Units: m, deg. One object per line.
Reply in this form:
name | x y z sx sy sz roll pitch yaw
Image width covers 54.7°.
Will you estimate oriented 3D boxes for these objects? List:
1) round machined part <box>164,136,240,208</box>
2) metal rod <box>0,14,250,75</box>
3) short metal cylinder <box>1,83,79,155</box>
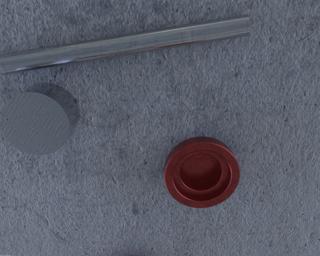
round machined part | 0.055 0.056 0.422 0.099 0.042 0.097 0 110 0
metal rod | -0.046 -0.099 0.372 0.302 0.025 0.025 -8 110 3
short metal cylinder | -0.148 -0.012 0.390 0.081 0.050 0.079 0 110 0
